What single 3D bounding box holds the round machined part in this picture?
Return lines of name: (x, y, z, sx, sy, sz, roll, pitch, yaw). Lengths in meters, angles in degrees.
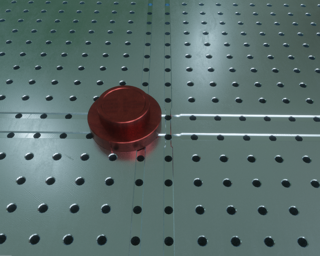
round machined part: (-0.047, -0.019, 0.412, 0.099, 0.042, 0.098, 0, 50, 0)
